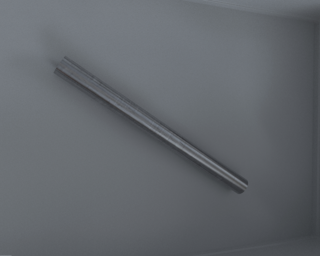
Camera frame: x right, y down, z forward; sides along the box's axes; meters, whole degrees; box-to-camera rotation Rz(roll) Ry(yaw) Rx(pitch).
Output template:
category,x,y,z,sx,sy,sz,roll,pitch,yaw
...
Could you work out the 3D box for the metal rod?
category,x,y,z,sx,sy,sz,roll,pitch,yaw
metal rod,0.001,0.005,0.410,0.301,0.025,0.025,34,79,-17
